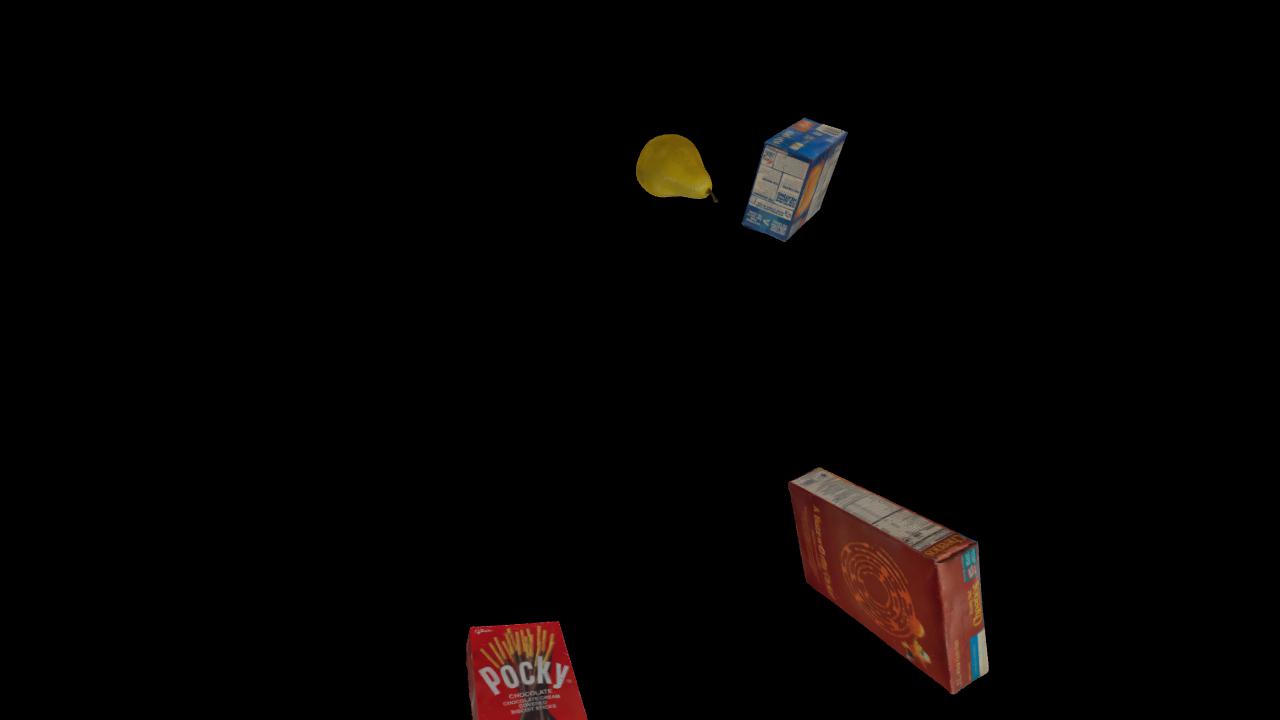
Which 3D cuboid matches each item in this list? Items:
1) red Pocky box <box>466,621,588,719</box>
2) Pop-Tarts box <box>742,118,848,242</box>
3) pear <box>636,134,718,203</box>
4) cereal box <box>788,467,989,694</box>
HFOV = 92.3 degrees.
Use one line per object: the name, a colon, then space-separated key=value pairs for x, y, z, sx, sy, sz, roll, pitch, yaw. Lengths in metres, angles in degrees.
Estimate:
red Pocky box: x=-0.090 y=0.269 z=0.484 sx=0.083 sy=0.028 sz=0.155 roll=3 pitch=17 yaw=-21
Pop-Tarts box: x=0.250 y=-0.294 z=0.997 sx=0.083 sy=0.141 sz=0.167 roll=28 pitch=44 yaw=20
pear: x=0.053 y=-0.216 z=0.716 sx=0.111 sy=0.080 sz=0.080 roll=31 pitch=10 yaw=18
cereal box: x=0.353 y=0.305 z=0.910 sx=0.081 sy=0.203 sz=0.306 roll=-19 pitch=15 yaw=-20
